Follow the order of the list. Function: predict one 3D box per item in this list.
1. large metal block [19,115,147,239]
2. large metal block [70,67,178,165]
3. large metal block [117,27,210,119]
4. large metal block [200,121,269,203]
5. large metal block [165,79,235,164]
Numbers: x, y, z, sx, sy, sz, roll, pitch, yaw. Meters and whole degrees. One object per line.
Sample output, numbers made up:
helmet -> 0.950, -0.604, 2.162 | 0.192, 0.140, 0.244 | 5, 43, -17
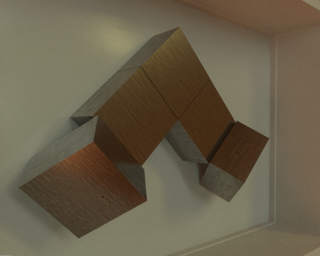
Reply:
large metal block -> -0.070, 0.048, 0.301 | 0.080, 0.050, 0.080 | -31, 117, 10
large metal block -> -0.038, -0.011, 0.356 | 0.080, 0.050, 0.080 | -51, 120, -27
large metal block -> 0.007, -0.067, 0.393 | 0.080, 0.050, 0.080 | -51, 120, -27
large metal block -> 0.106, 0.050, 0.449 | 0.080, 0.050, 0.080 | -51, 164, -27
large metal block -> 0.050, -0.009, 0.429 | 0.080, 0.050, 0.080 | -51, 120, -27
